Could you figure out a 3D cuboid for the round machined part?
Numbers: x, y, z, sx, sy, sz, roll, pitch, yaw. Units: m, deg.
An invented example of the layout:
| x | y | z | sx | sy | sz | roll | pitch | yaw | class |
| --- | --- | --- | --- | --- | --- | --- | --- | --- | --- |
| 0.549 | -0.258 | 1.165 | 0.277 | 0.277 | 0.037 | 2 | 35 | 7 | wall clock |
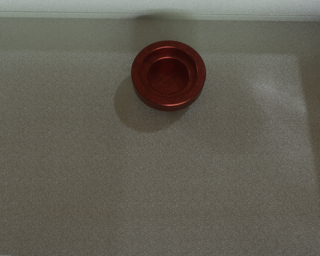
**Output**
| x | y | z | sx | sy | sz | roll | pitch | yaw | class |
| --- | --- | --- | --- | --- | --- | --- | --- | --- | --- |
| 0.011 | -0.067 | 0.425 | 0.099 | 0.042 | 0.098 | 0 | 70 | 0 | round machined part |
